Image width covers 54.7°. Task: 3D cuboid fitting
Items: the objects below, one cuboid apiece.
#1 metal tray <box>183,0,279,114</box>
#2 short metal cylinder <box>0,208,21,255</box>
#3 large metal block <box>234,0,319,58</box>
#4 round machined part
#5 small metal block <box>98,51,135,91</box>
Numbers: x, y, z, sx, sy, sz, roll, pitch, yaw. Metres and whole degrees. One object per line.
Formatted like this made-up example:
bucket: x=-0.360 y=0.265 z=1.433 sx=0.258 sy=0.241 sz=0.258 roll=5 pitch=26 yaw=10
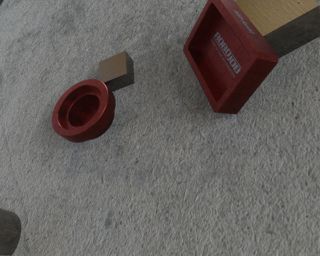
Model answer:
metal tray: x=0.079 y=-0.092 z=0.382 sx=0.089 sy=0.030 sz=0.130 roll=-60 pitch=37 yaw=41
short metal cylinder: x=-0.241 y=0.148 z=0.423 sx=0.080 sy=0.050 sz=0.080 roll=-13 pitch=56 yaw=21
large metal block: x=0.143 y=-0.137 z=0.397 sx=0.080 sy=0.050 sz=0.080 roll=-28 pitch=52 yaw=10
round machined part: x=-0.108 y=-0.022 z=0.463 sx=0.098 sy=0.042 sz=0.098 roll=-13 pitch=56 yaw=21
small metal block: x=-0.070 y=-0.089 z=0.495 sx=0.050 sy=0.025 sz=0.050 roll=-18 pitch=54 yaw=17
